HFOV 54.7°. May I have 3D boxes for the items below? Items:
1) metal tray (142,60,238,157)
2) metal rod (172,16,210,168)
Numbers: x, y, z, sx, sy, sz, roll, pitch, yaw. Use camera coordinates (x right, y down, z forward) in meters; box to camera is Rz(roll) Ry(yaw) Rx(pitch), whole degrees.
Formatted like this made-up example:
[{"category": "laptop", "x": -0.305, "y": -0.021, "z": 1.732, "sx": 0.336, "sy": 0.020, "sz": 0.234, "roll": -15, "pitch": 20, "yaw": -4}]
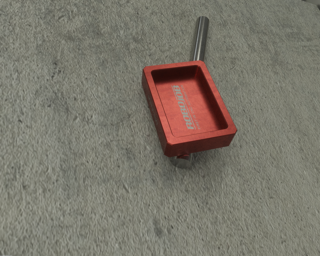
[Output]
[{"category": "metal tray", "x": 0.034, "y": -0.031, "z": 0.411, "sx": 0.091, "sy": 0.030, "sz": 0.130, "roll": -9, "pitch": 57, "yaw": -14}, {"category": "metal rod", "x": 0.053, "y": -0.074, "z": 0.479, "sx": 0.025, "sy": 0.025, "sz": 0.300, "roll": 23, "pitch": 53, "yaw": -15}]
